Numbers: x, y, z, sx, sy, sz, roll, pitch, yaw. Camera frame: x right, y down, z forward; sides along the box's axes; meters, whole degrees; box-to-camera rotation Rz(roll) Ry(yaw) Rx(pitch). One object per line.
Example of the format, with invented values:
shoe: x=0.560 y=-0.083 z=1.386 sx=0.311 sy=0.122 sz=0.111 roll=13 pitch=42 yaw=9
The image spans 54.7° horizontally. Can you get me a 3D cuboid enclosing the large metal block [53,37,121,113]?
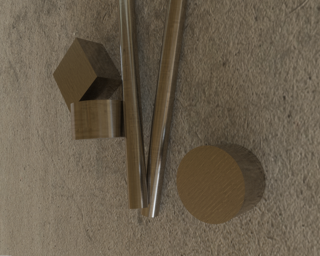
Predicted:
large metal block: x=-0.114 y=-0.079 z=0.483 sx=0.080 sy=0.050 sz=0.080 roll=-45 pitch=63 yaw=31

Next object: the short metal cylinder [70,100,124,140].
short metal cylinder: x=-0.084 y=-0.010 z=0.438 sx=0.080 sy=0.081 sz=0.050 roll=-6 pitch=87 yaw=40

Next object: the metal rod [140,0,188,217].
metal rod: x=0.005 y=-0.032 z=0.400 sx=0.025 sy=0.025 sz=0.298 roll=13 pitch=98 yaw=39

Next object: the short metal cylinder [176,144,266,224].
short metal cylinder: x=0.065 y=0.057 z=0.335 sx=0.080 sy=0.050 sz=0.079 roll=0 pitch=90 yaw=40

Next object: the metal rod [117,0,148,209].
metal rod: x=-0.038 y=-0.046 z=0.418 sx=0.025 sy=0.025 sz=0.299 roll=-13 pitch=76 yaw=39
